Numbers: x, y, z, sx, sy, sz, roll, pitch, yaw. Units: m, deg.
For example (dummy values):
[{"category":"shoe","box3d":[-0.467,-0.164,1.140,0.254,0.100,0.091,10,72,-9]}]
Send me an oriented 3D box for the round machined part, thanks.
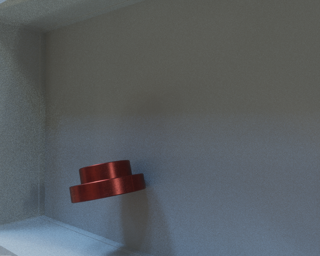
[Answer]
[{"category":"round machined part","box3d":[-0.071,0.070,0.416,0.098,0.099,0.042,-18,79,38]}]
